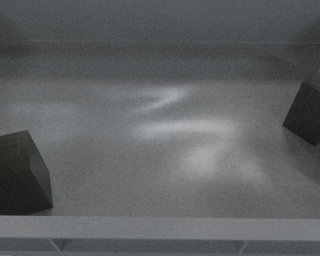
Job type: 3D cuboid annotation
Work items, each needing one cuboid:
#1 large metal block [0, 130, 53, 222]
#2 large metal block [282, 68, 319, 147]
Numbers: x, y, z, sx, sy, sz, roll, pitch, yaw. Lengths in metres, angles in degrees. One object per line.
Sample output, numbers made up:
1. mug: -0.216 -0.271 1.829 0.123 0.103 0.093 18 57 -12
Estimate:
1. large metal block: -0.165 0.055 0.322 0.081 0.080 0.050 -14 52 -12
2. large metal block: 0.215 -0.035 0.400 0.080 0.080 0.050 -34 58 -25
